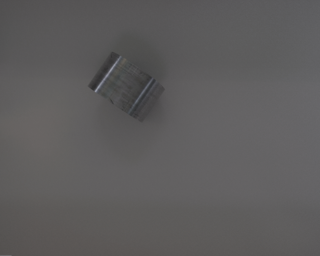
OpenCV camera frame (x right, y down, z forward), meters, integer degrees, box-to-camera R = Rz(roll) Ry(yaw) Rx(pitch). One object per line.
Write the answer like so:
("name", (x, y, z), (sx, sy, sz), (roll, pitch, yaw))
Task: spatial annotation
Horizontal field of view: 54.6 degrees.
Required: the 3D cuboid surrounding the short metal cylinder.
("short metal cylinder", (-0.041, -0.049, 0.384), (0.080, 0.080, 0.050), (34, 90, 0))
